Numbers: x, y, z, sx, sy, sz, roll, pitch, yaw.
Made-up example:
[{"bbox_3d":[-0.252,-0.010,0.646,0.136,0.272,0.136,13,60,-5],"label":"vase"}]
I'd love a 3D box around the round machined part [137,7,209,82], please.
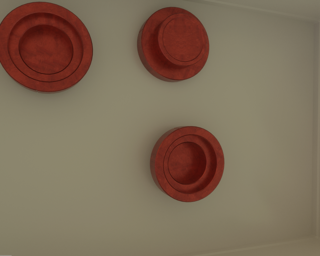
[{"bbox_3d":[0.023,-0.112,0.411,0.099,0.042,0.097,0,90,-21],"label":"round machined part"}]

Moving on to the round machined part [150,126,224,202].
[{"bbox_3d":[0.033,0.046,0.415,0.099,0.042,0.097,0,90,-21],"label":"round machined part"}]

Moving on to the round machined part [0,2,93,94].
[{"bbox_3d":[-0.130,-0.088,0.354,0.099,0.042,0.097,0,90,-21],"label":"round machined part"}]
